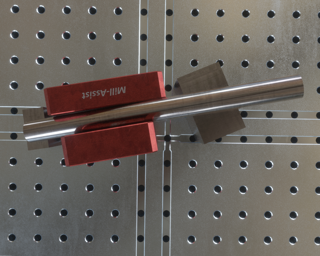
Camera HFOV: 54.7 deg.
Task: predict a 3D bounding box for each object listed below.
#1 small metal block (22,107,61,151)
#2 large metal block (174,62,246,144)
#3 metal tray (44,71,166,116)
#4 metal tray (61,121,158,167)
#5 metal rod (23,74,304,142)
[{"bbox_3d":[-0.150,0.001,0.399,0.025,0.050,0.050,-8,90,0],"label":"small metal block"},{"bbox_3d":[0.057,-0.028,0.386,0.050,0.080,0.080,-23,90,0],"label":"large metal block"},{"bbox_3d":[-0.061,-0.039,0.379,0.131,0.090,0.030,-9,91,-1],"label":"metal tray"},{"bbox_3d":[-0.050,0.015,0.360,0.091,0.130,0.030,-9,91,-1],"label":"metal tray"},{"bbox_3d":[-0.005,-0.019,0.338,0.301,0.025,0.025,-9,90,9],"label":"metal rod"}]
